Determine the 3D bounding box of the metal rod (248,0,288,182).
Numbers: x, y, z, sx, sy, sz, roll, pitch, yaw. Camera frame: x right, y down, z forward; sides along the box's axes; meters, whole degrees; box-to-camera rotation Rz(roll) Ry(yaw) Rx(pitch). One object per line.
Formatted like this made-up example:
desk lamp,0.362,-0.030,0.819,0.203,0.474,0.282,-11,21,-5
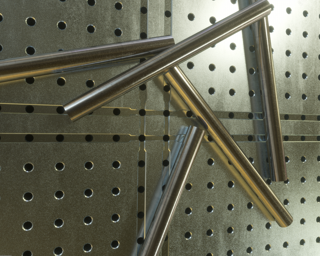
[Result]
metal rod,0.165,-0.067,0.475,0.025,0.025,0.298,-9,93,-20

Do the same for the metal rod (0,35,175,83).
metal rod,-0.123,-0.078,0.367,0.302,0.025,0.025,-14,95,-20

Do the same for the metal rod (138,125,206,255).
metal rod,-0.003,0.139,0.412,0.025,0.025,0.299,25,82,-19

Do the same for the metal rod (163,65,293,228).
metal rod,0.106,0.034,0.453,0.025,0.025,0.300,-43,104,-15

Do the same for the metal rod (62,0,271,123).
metal rod,0.017,-0.092,0.400,0.301,0.025,0.025,-30,101,-11
